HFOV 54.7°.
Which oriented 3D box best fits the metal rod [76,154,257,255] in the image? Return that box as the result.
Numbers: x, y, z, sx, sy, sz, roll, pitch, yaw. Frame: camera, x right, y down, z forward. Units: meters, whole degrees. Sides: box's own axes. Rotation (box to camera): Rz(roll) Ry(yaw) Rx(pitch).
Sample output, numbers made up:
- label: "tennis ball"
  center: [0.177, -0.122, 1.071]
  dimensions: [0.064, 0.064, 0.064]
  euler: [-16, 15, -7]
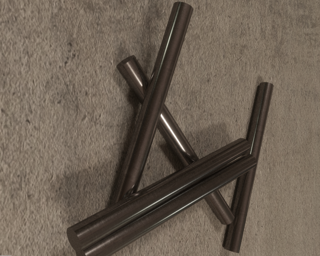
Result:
- label: "metal rod"
  center: [0.034, 0.090, 0.399]
  dimensions: [0.302, 0.025, 0.025]
  euler: [-19, 102, -40]

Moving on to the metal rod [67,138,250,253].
- label: "metal rod"
  center: [0.025, 0.066, 0.389]
  dimensions: [0.302, 0.025, 0.025]
  euler: [-20, 103, -42]

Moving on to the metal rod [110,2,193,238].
- label: "metal rod"
  center: [-0.015, -0.005, 0.367]
  dimensions: [0.025, 0.025, 0.299]
  euler: [20, 85, -39]

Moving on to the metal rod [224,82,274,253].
- label: "metal rod"
  center: [0.157, 0.060, 0.539]
  dimensions: [0.025, 0.025, 0.299]
  euler: [26, 73, -37]

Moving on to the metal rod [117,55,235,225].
- label: "metal rod"
  center: [0.033, 0.033, 0.435]
  dimensions: [0.025, 0.025, 0.299]
  euler: [-49, 119, -29]
